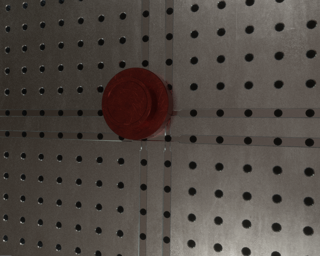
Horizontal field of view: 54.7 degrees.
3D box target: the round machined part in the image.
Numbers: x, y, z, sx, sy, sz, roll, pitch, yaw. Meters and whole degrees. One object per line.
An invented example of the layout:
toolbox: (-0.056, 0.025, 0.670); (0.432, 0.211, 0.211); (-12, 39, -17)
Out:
round machined part: (-0.036, -0.033, 0.415); (0.098, 0.042, 0.097); (0, 90, 19)
